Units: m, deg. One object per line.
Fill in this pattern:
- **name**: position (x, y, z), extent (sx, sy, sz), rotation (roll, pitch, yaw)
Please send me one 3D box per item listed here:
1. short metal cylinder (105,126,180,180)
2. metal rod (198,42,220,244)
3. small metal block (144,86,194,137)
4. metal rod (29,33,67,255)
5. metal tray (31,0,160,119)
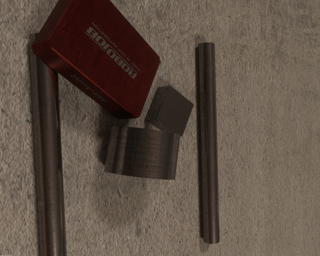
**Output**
- **short metal cylinder**: position (-0.020, 0.029, 0.354), extent (0.081, 0.080, 0.050), rotation (11, 83, -40)
- **metal rod**: position (0.074, 0.023, 0.469), extent (0.025, 0.025, 0.298), rotation (-3, 92, -40)
- **small metal block**: position (0.013, -0.022, 0.418), extent (0.050, 0.025, 0.050), rotation (33, 69, -35)
- **metal rod**: position (-0.111, 0.058, 0.313), extent (0.025, 0.025, 0.298), rotation (-4, 93, -40)
- **metal tray**: position (-0.059, -0.079, 0.334), extent (0.130, 0.030, 0.090), rotation (41, 58, -42)
